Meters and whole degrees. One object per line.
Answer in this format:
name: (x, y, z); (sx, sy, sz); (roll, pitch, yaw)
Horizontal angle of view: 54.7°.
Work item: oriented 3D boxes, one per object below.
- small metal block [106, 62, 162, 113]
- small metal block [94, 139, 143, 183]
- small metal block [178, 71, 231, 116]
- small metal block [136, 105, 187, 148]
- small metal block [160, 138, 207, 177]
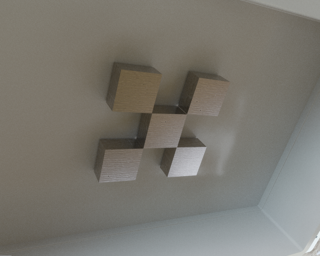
small metal block: (-0.031, -0.046, 0.361); (0.050, 0.025, 0.050); (1, 118, -29)
small metal block: (-0.054, 0.042, 0.402); (0.050, 0.025, 0.050); (1, 118, -29)
small metal block: (0.058, -0.045, 0.409); (0.050, 0.025, 0.050); (2, 117, -30)
small metal block: (0.002, -0.002, 0.405); (0.050, 0.025, 0.050); (0, 118, -29)
small metal block: (0.033, 0.042, 0.450); (0.050, 0.025, 0.050); (1, 118, -29)
